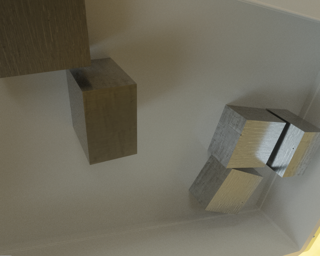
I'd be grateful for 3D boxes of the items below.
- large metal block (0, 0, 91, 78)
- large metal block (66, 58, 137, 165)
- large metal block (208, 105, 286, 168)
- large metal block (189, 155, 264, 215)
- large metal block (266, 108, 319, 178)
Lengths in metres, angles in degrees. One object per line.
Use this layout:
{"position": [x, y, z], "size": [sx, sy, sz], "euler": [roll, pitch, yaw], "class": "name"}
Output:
{"position": [-0.111, -0.096, 0.273], "size": [0.081, 0.050, 0.079], "euler": [-13, 124, -22], "class": "large metal block"}
{"position": [-0.062, -0.021, 0.327], "size": [0.050, 0.080, 0.079], "euler": [-12, 124, -22], "class": "large metal block"}
{"position": [0.132, 0.014, 0.475], "size": [0.081, 0.050, 0.079], "euler": [3, 117, -30], "class": "large metal block"}
{"position": [0.109, 0.092, 0.511], "size": [0.081, 0.050, 0.080], "euler": [18, 109, -36], "class": "large metal block"}
{"position": [0.201, 0.022, 0.500], "size": [0.050, 0.080, 0.079], "euler": [1, 118, -29], "class": "large metal block"}
